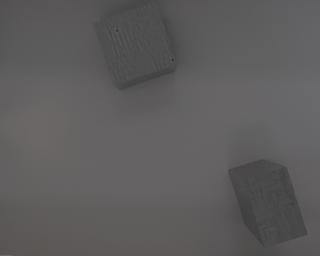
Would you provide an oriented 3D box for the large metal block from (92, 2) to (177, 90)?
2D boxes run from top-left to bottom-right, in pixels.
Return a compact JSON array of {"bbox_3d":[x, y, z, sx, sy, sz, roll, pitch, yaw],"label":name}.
[{"bbox_3d":[-0.030,-0.102,0.398,0.080,0.050,0.080,-19,90,0],"label":"large metal block"}]

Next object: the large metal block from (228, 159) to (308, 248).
[{"bbox_3d":[0.129,0.088,0.385,0.050,0.080,0.080,-17,90,0],"label":"large metal block"}]
